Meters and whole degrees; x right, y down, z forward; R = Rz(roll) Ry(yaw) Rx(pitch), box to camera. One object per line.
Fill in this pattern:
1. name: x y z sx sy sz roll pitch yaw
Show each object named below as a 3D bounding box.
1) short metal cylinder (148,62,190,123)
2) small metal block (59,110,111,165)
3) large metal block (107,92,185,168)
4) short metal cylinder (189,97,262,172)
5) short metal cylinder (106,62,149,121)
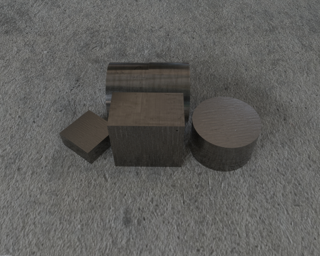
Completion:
1. short metal cylinder: 0.011 -0.046 0.408 0.050 0.080 0.080 1 50 0
2. small metal block: -0.089 0.011 0.396 0.050 0.025 0.050 31 56 23
3. large metal block: -0.014 0.004 0.366 0.081 0.080 0.050 1 50 0
4. short metal cylinder: 0.078 0.007 0.383 0.081 0.050 0.080 0 50 0
5. short metal cylinder: -0.039 -0.046 0.408 0.050 0.080 0.080 1 50 0
